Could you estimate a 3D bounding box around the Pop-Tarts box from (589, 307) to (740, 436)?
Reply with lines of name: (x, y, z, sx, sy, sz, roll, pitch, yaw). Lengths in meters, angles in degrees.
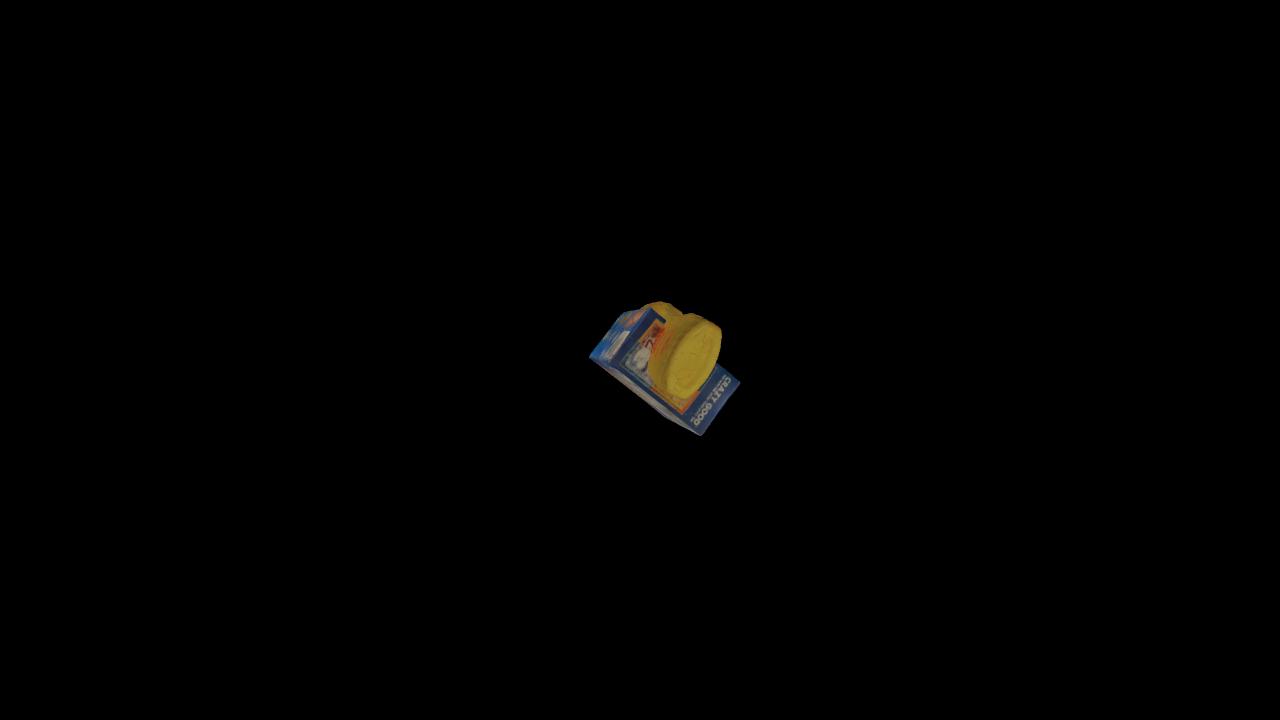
Pop-Tarts box: (0.024, 0.010, 0.769, 0.141, 0.083, 0.167, 39, -5, -11)

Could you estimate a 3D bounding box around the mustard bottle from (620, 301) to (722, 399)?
mustard bottle: (0.021, -0.023, 0.725, 0.054, 0.092, 0.184, 19, 7, -29)
